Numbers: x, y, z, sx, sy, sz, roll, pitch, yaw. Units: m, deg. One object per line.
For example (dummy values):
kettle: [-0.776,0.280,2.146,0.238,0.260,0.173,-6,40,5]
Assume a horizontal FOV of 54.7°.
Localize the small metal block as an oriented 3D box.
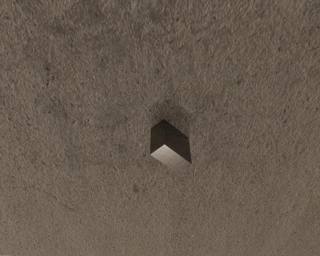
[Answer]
small metal block: [0.014,0.024,0.411,0.025,0.050,0.050,-37,121,27]
